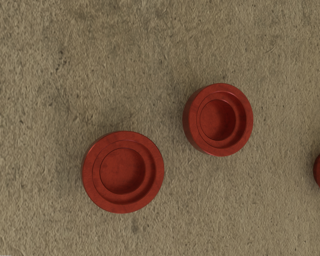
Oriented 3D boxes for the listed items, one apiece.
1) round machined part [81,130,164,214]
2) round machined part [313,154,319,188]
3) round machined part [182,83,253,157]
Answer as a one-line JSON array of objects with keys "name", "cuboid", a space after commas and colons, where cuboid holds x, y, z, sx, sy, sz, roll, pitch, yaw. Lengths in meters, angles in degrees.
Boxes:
[{"name": "round machined part", "cuboid": [-0.048, 0.052, 0.382, 0.099, 0.042, 0.097, 0, 90, -20]}, {"name": "round machined part", "cuboid": [0.294, 0.071, 0.508, 0.099, 0.042, 0.097, 0, 90, -20]}, {"name": "round machined part", "cuboid": [0.075, -0.011, 0.428, 0.099, 0.042, 0.097, 0, 90, -20]}]
